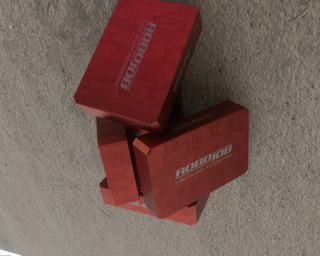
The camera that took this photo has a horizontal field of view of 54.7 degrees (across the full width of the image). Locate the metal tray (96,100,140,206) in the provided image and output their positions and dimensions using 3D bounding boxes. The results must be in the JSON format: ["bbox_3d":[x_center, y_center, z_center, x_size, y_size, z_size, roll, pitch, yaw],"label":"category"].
[{"bbox_3d":[-0.055,0.021,0.386,0.030,0.130,0.089,-12,118,-7],"label":"metal tray"}]

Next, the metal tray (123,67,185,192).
[{"bbox_3d":[-0.001,0.003,0.367,0.030,0.090,0.129,7,122,24],"label":"metal tray"}]

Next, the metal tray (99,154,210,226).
[{"bbox_3d":[-0.001,0.072,0.410,0.130,0.090,0.030,7,121,24],"label":"metal tray"}]

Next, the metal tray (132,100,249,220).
[{"bbox_3d":[0.040,0.032,0.341,0.030,0.131,0.089,33,138,51],"label":"metal tray"}]

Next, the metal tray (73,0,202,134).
[{"bbox_3d":[-0.020,-0.068,0.316,0.090,0.130,0.030,16,166,18],"label":"metal tray"}]
